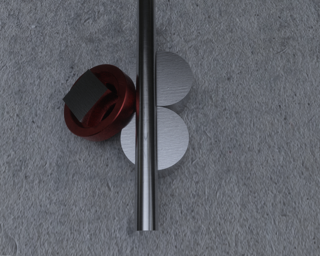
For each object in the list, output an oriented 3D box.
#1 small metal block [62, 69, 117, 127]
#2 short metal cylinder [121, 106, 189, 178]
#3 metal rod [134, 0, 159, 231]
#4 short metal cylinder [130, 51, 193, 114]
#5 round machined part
[{"bbox_3d":[-0.084,-0.036,0.379,0.050,0.025,0.050,-48,54,4],"label":"small metal block"},{"bbox_3d":[-0.006,0.019,0.388,0.081,0.050,0.080,0,69,0],"label":"short metal cylinder"},{"bbox_3d":[-0.016,-0.035,0.369,0.025,0.025,0.299,-1,70,0],"label":"metal rod"},{"bbox_3d":[0.001,-0.056,0.417,0.081,0.050,0.080,0,70,0],"label":"short metal cylinder"},{"bbox_3d":[-0.071,-0.028,0.396,0.098,0.042,0.098,-12,64,26],"label":"round machined part"}]
